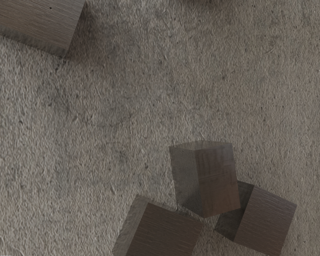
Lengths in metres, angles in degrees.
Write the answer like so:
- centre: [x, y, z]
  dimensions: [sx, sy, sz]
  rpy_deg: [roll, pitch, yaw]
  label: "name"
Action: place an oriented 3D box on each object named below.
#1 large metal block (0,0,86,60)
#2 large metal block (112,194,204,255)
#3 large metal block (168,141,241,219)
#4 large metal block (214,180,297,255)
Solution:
- centre: [-0.132, -0.134, 0.347]
  dimensions: [0.081, 0.050, 0.080]
  rpy_deg: [19, 84, -19]
  label: "large metal block"
- centre: [-0.004, 0.140, 0.394]
  dimensions: [0.080, 0.050, 0.080]
  rpy_deg: [26, 81, -18]
  label: "large metal block"
- centre: [0.055, 0.061, 0.400]
  dimensions: [0.050, 0.080, 0.080]
  rpy_deg: [-10, 94, -20]
  label: "large metal block"
- centre: [0.137, 0.129, 0.447]
  dimensions: [0.080, 0.050, 0.080]
  rpy_deg: [26, 81, -18]
  label: "large metal block"
